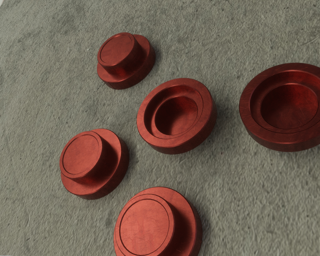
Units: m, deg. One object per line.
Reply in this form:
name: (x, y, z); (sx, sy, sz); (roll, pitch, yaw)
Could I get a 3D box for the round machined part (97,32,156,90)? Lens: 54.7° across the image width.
round machined part: (-0.060, -0.113, 0.494); (0.098, 0.042, 0.098); (-13, 56, 21)

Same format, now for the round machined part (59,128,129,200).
round machined part: (-0.094, 0.043, 0.416); (0.098, 0.042, 0.098); (-13, 56, 21)

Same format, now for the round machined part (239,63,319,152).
round machined part: (0.138, -0.018, 0.331); (0.098, 0.042, 0.098); (-13, 56, 21)

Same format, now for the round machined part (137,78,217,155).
round machined part: (0.024, -0.011, 0.387); (0.098, 0.042, 0.098); (-13, 56, 21)

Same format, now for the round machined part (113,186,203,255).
round machined part: (-0.008, 0.109, 0.330); (0.098, 0.042, 0.098); (-13, 56, 21)
